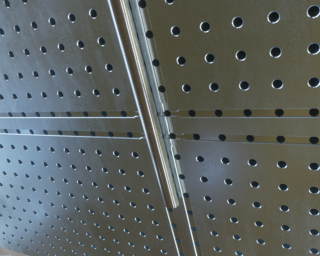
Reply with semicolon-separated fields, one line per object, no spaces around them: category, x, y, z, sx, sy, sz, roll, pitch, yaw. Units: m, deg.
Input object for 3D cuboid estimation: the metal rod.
metal rod;-0.014;-0.016;0.410;0.025;0.025;0.298;0;119;28
